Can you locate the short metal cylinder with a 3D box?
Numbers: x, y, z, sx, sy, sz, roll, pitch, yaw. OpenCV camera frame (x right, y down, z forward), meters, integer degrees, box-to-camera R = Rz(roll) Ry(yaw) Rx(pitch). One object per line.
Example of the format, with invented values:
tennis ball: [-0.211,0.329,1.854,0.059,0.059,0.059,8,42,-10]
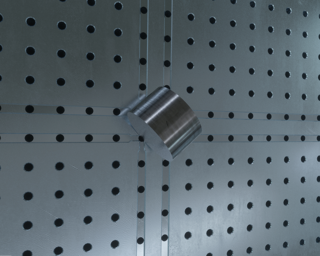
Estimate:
short metal cylinder: [0.005,-0.005,0.386,0.050,0.080,0.080,-42,104,-15]
